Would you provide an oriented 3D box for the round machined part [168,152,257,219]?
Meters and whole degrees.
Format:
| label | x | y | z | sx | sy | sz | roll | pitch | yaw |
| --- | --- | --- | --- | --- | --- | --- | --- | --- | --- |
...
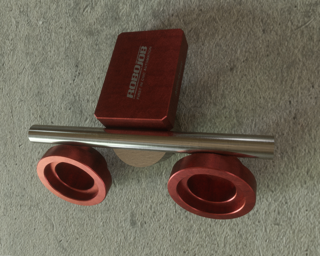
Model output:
| label | x | y | z | sx | sy | sz | roll | pitch | yaw |
| --- | --- | --- | --- | --- | --- | --- | --- | --- | --- |
| round machined part | 0.061 | 0.062 | 0.360 | 0.098 | 0.042 | 0.097 | 10 | 136 | 11 |

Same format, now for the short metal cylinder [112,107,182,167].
| label | x | y | z | sx | sy | sz | roll | pitch | yaw |
| --- | --- | --- | --- | --- | --- | --- | --- | --- | --- |
| short metal cylinder | -0.017 | 0.008 | 0.402 | 0.080 | 0.050 | 0.079 | 0 | 90 | 19 |

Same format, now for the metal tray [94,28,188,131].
| label | x | y | z | sx | sy | sz | roll | pitch | yaw |
| --- | --- | --- | --- | --- | --- | --- | --- | --- | --- |
| metal tray | -0.020 | -0.062 | 0.385 | 0.090 | 0.030 | 0.130 | 2 | 65 | 19 |

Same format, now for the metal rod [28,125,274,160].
| label | x | y | z | sx | sy | sz | roll | pitch | yaw |
| --- | --- | --- | --- | --- | --- | --- | --- | --- | --- |
| metal rod | -0.026 | 0.014 | 0.366 | 0.301 | 0.025 | 0.025 | 3 | 91 | 19 |

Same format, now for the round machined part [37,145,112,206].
| label | x | y | z | sx | sy | sz | roll | pitch | yaw |
| --- | --- | --- | --- | --- | --- | --- | --- | --- | --- |
| round machined part | -0.111 | 0.059 | 0.422 | 0.098 | 0.042 | 0.097 | 9 | 131 | 11 |
